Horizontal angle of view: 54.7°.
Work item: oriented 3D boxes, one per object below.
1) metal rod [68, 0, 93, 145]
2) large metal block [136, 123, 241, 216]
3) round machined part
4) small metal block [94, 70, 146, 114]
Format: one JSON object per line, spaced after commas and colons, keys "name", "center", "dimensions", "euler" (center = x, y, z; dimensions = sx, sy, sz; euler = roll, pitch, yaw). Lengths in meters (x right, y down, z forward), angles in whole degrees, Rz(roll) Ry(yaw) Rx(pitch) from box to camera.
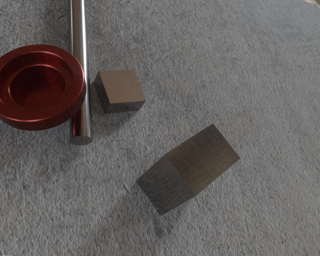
{"name": "metal rod", "center": [-0.110, -0.117, 0.416], "dimensions": [0.025, 0.025, 0.299], "euler": [5, 59, -26]}
{"name": "large metal block", "center": [0.031, 0.048, 0.357], "dimensions": [0.081, 0.080, 0.050], "euler": [-29, 78, -38]}
{"name": "round machined part", "center": [-0.130, -0.039, 0.335], "dimensions": [0.099, 0.042, 0.098], "euler": [2, 62, -4]}
{"name": "small metal block", "center": [-0.053, -0.048, 0.406], "dimensions": [0.050, 0.025, 0.050], "euler": [-8, 66, -32]}
